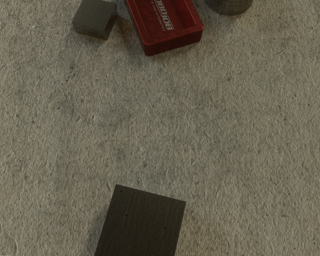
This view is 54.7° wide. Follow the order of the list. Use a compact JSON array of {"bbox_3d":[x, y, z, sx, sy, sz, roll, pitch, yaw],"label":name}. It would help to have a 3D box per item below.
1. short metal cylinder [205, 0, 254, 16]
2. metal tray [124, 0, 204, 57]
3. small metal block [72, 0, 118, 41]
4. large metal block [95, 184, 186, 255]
[{"bbox_3d":[0.111,-0.222,0.477,0.081,0.050,0.080,0,70,0],"label":"short metal cylinder"},{"bbox_3d":[0.000,-0.180,0.471,0.091,0.030,0.130,-18,71,-7],"label":"metal tray"},{"bbox_3d":[-0.097,-0.166,0.468,0.050,0.025,0.050,16,71,5],"label":"small metal block"},{"bbox_3d":[-0.020,0.116,0.352,0.080,0.050,0.080,13,71,4],"label":"large metal block"}]
